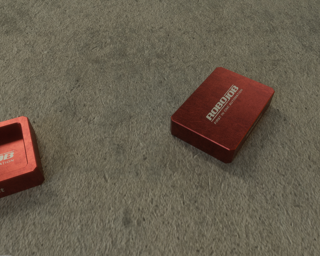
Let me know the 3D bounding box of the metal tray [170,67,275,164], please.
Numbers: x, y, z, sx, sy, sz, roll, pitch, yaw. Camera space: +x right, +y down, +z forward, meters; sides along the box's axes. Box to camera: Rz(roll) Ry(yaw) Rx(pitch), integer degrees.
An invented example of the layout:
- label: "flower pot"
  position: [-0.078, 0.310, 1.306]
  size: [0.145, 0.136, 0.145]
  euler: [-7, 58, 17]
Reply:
- label: "metal tray"
  position: [0.086, -0.023, 0.420]
  size: [0.090, 0.030, 0.131]
  euler: [29, 55, 22]

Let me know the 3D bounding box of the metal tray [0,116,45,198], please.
- label: "metal tray"
  position: [-0.212, 0.043, 0.361]
  size: [0.131, 0.030, 0.090]
  euler: [-18, 52, -15]
